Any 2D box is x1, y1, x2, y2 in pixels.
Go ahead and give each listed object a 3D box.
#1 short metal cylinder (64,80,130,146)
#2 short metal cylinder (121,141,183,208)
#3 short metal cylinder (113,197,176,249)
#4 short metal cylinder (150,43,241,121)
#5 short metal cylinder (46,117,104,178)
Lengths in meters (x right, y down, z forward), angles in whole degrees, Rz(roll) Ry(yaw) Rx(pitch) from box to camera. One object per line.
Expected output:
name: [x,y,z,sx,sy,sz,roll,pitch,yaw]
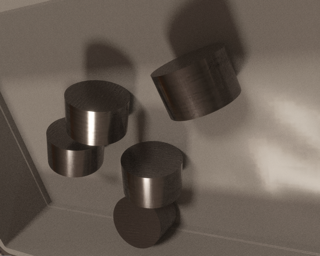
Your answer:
short metal cylinder: [-0.081,-0.021,0.401,0.080,0.080,0.050,20,126,16]
short metal cylinder: [-0.010,0.060,0.415,0.080,0.080,0.050,12,124,21]
short metal cylinder: [-0.023,0.133,0.470,0.080,0.050,0.079,5,102,27]
short metal cylinder: [0.037,-0.049,0.323,0.080,0.080,0.050,-13,112,33]
short metal cylinder: [-0.122,0.026,0.451,0.080,0.080,0.050,22,127,14]
